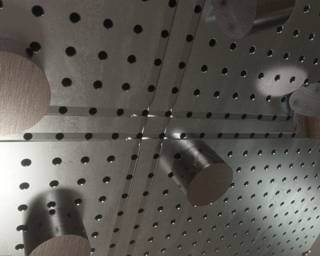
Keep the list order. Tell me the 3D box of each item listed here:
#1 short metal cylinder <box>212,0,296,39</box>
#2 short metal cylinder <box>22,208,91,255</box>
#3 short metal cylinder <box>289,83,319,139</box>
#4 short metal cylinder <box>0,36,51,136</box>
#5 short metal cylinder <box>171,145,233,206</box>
[{"bbox_3d":[0.101,-0.145,0.343,0.050,0.080,0.079,-20,126,-17],"label":"short metal cylinder"},{"bbox_3d":[-0.139,0.155,0.416,0.081,0.050,0.079,-14,125,-21],"label":"short metal cylinder"},{"bbox_3d":[0.254,-0.028,0.500,0.080,0.080,0.050,-33,129,-7],"label":"short metal cylinder"},{"bbox_3d":[-0.148,-0.040,0.290,0.081,0.050,0.079,-14,124,-21],"label":"short metal cylinder"},{"bbox_3d":[0.065,0.073,0.478,0.081,0.050,0.079,-14,125,-21],"label":"short metal cylinder"}]
